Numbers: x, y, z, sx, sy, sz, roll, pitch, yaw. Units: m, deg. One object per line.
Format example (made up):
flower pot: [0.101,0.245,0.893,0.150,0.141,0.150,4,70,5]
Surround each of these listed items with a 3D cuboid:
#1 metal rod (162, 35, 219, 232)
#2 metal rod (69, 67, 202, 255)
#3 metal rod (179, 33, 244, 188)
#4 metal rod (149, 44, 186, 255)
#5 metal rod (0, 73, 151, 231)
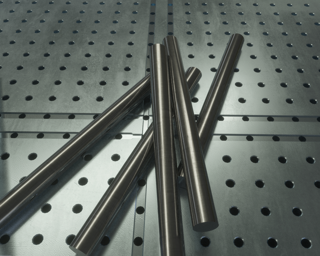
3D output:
metal rod: [0.030,-0.020,0.390,0.025,0.025,0.300,-4,50,-3]
metal rod: [-0.013,0.019,0.391,0.025,0.025,0.301,20,53,16]
metal rod: [0.080,-0.045,0.445,0.025,0.025,0.301,16,52,13]
metal rod: [0.005,0.015,0.368,0.025,0.025,0.299,-2,58,-2]
metal rod: [-0.094,0.014,0.395,0.025,0.025,0.301,30,56,22]
